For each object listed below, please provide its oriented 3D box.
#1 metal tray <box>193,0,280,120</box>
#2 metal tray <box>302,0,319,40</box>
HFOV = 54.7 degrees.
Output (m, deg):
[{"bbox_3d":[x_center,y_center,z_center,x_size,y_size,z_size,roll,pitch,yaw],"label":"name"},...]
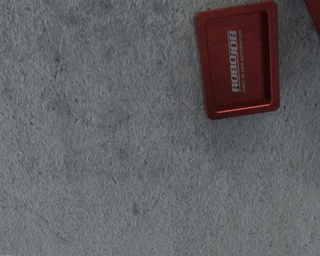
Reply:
[{"bbox_3d":[0.094,-0.080,0.378,0.091,0.030,0.129,-9,110,3],"label":"metal tray"},{"bbox_3d":[0.198,-0.158,0.327,0.090,0.030,0.130,-25,100,26],"label":"metal tray"}]
